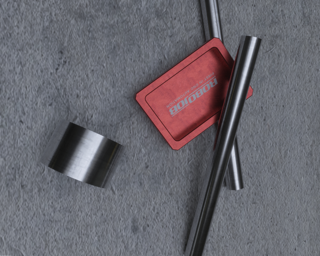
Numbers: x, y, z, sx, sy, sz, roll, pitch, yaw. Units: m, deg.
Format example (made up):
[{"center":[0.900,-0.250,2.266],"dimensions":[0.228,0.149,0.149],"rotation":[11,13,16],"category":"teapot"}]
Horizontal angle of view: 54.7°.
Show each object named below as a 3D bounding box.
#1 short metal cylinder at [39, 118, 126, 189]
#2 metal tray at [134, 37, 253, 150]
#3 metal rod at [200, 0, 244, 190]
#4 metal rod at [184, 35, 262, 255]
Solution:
[{"center":[-0.085,0.029,0.348],"dimensions":[0.080,0.080,0.050],"rotation":[26,82,-18],"category":"short metal cylinder"},{"center":[0.043,-0.044,0.404],"dimensions":[0.130,0.030,0.090],"rotation":[-37,100,-3],"category":"metal tray"},{"center":[0.087,-0.061,0.440],"dimensions":[0.025,0.025,0.298],"rotation":[-10,93,-20],"category":"metal rod"},{"center":[0.077,0.036,0.397],"dimensions":[0.025,0.025,0.298],"rotation":[8,103,-20],"category":"metal rod"}]
